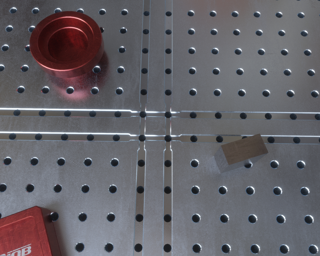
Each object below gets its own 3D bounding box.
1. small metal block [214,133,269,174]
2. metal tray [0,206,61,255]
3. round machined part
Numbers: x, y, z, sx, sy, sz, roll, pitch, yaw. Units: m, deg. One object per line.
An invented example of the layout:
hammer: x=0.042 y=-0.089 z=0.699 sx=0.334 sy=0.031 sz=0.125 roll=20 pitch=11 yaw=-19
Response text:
small metal block: x=0.099 y=0.033 z=0.388 sx=0.050 sy=0.050 sz=0.025 roll=-16 pitch=71 yaw=-6
metal tray: x=-0.184 y=0.154 z=0.350 sx=0.131 sy=0.030 sz=0.090 roll=-19 pitch=71 yaw=-8
round machined part: x=-0.129 y=-0.114 z=0.443 sx=0.099 sy=0.042 sz=0.098 roll=0 pitch=70 yaw=-1
